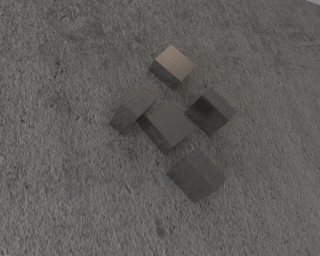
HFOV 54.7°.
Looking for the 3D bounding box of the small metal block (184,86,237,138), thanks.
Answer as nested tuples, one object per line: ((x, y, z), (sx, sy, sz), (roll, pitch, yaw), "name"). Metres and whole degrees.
((0.071, -0.022, 0.439), (0.050, 0.050, 0.025), (45, 51, 3), "small metal block")

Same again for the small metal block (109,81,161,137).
((-0.031, -0.023, 0.385), (0.025, 0.050, 0.050), (41, 51, 0), "small metal block")

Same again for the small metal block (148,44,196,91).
((0.019, -0.092, 0.469), (0.050, 0.025, 0.050), (40, 51, -1), "small metal block")

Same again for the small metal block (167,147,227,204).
((0.043, 0.058, 0.375), (0.050, 0.050, 0.025), (47, 51, 5), "small metal block")

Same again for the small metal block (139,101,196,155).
((0.010, -0.001, 0.410), (0.050, 0.025, 0.050), (49, 51, 6), "small metal block")
